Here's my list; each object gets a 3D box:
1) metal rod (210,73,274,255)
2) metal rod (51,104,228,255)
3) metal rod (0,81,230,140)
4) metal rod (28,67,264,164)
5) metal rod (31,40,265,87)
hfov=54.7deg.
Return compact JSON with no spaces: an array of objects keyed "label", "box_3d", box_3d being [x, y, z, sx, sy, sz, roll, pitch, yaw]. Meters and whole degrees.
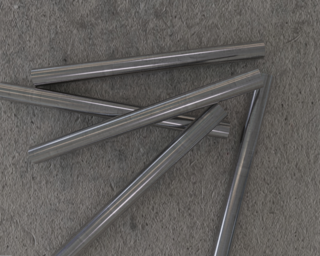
[{"label":"metal rod","box_3d":[0.103,0.075,0.410,0.025,0.025,0.298,14,90,0]},{"label":"metal rod","box_3d":[-0.032,0.079,0.395,0.300,0.025,0.025,-44,90,5]},{"label":"metal rod","box_3d":[-0.059,-0.023,0.409,0.302,0.025,0.025,10,90,0]},{"label":"metal rod","box_3d":[-0.025,-0.011,0.383,0.301,0.025,0.025,-19,90,10]},{"label":"metal rod","box_3d":[-0.015,-0.085,0.409,0.302,0.025,0.025,-7,90,0]}]
